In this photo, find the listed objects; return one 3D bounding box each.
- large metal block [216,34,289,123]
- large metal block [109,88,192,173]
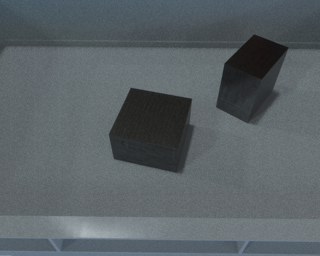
[{"bbox_3d":[0.125,-0.068,0.427,0.050,0.080,0.080,31,57,23],"label":"large metal block"},{"bbox_3d":[-0.009,0.001,0.388,0.080,0.050,0.080,11,51,9],"label":"large metal block"}]
